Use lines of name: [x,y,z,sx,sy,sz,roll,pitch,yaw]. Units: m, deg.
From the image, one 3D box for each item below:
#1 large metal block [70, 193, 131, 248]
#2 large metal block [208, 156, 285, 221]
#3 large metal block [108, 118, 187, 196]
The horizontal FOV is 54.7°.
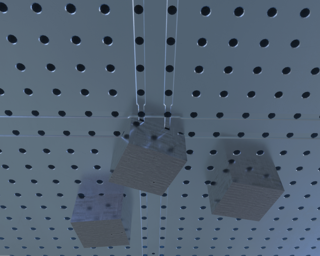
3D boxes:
large metal block: [-0.097,0.159,0.530,0.080,0.050,0.080,-5,130,4]
large metal block: [0.129,0.095,0.479,0.081,0.050,0.079,11,129,-10]
large metal block: [-0.018,0.042,0.431,0.081,0.050,0.079,18,128,-16]
